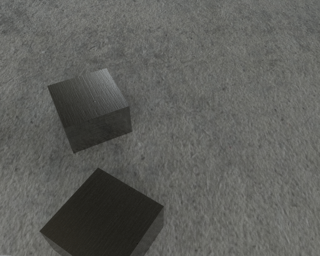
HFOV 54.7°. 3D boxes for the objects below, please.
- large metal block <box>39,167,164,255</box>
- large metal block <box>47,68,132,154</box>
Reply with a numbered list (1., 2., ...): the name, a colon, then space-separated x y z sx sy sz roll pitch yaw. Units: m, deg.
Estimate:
1. large metal block: -0.052 0.099 0.303 0.080 0.050 0.080 26 55 20
2. large metal block: -0.091 -0.025 0.407 0.081 0.050 0.080 -21 53 -17
